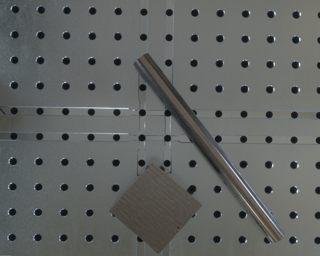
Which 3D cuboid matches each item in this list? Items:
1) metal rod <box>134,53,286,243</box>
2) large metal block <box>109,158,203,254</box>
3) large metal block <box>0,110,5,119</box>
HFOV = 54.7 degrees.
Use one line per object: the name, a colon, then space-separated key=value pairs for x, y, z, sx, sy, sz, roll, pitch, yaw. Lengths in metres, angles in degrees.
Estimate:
metal rod: x=0.066 y=0.027 z=0.414 sx=0.025 sy=0.025 sz=0.299 roll=-38 pitch=91 yaw=0
large metal block: x=-0.005 y=0.097 z=0.401 sx=0.080 sy=0.050 sz=0.080 roll=42 pitch=90 yaw=-1
large metal block: x=-0.256 y=-0.032 z=0.382 sx=0.050 sy=0.080 sz=0.080 roll=-39 pitch=91 yaw=0
